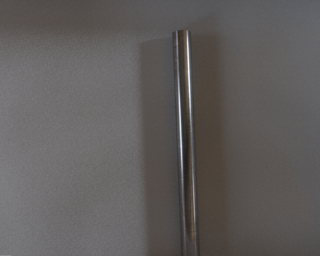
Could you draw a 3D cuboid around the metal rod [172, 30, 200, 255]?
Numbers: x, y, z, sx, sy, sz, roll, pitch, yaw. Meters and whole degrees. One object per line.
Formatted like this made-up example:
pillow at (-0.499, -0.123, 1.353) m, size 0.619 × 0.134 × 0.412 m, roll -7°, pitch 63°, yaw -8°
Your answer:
metal rod at (0.035, 0.022, 0.411) m, size 0.025 × 0.025 × 0.298 m, roll -2°, pitch 90°, yaw -1°
